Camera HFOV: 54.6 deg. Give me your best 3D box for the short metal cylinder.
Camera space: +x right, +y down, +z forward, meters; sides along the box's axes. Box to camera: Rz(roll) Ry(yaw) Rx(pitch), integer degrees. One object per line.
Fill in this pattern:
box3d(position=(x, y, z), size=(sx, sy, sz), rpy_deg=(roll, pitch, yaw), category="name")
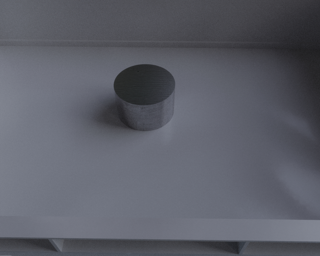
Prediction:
box3d(position=(-0.020, -0.042, 0.425), size=(0.080, 0.050, 0.080), rpy_deg=(0, 50, 0), category="short metal cylinder")
